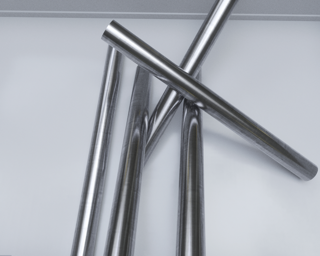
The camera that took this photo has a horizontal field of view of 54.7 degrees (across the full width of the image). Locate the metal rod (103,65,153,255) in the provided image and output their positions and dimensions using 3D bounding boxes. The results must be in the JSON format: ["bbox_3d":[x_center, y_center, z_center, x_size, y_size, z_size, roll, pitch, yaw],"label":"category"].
[{"bbox_3d":[-0.029,0.024,0.336,0.025,0.025,0.300,3,45,1],"label":"metal rod"}]

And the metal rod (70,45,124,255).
[{"bbox_3d":[-0.076,0.015,0.403,0.025,0.025,0.299,5,70,2],"label":"metal rod"}]

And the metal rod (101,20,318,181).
[{"bbox_3d":[0.066,-0.025,0.364,0.301,0.025,0.025,34,72,-11],"label":"metal rod"}]

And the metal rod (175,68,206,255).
[{"bbox_3d":[0.035,0.021,0.338,0.025,0.025,0.300,5,46,2],"label":"metal rod"}]

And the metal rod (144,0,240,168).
[{"bbox_3d":[0.036,-0.075,0.380,0.025,0.025,0.299,30,94,10],"label":"metal rod"}]
